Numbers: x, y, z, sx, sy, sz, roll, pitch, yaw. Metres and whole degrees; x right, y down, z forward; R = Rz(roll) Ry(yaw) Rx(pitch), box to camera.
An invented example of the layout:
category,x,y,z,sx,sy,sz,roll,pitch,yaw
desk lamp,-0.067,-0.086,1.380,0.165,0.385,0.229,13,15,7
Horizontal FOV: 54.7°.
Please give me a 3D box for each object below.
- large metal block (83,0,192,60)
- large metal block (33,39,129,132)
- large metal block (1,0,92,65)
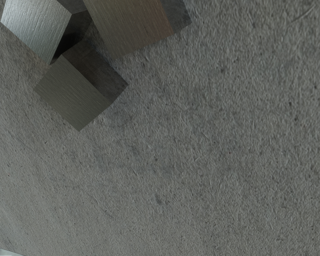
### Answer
category,x,y,z,sx,sy,sz,roll,pitch,yaw
large metal block,-0.025,-0.128,0.325,0.080,0.050,0.080,-14,112,34
large metal block,-0.103,-0.054,0.406,0.080,0.050,0.080,46,129,-14
large metal block,-0.135,-0.138,0.376,0.080,0.050,0.080,42,129,-1
